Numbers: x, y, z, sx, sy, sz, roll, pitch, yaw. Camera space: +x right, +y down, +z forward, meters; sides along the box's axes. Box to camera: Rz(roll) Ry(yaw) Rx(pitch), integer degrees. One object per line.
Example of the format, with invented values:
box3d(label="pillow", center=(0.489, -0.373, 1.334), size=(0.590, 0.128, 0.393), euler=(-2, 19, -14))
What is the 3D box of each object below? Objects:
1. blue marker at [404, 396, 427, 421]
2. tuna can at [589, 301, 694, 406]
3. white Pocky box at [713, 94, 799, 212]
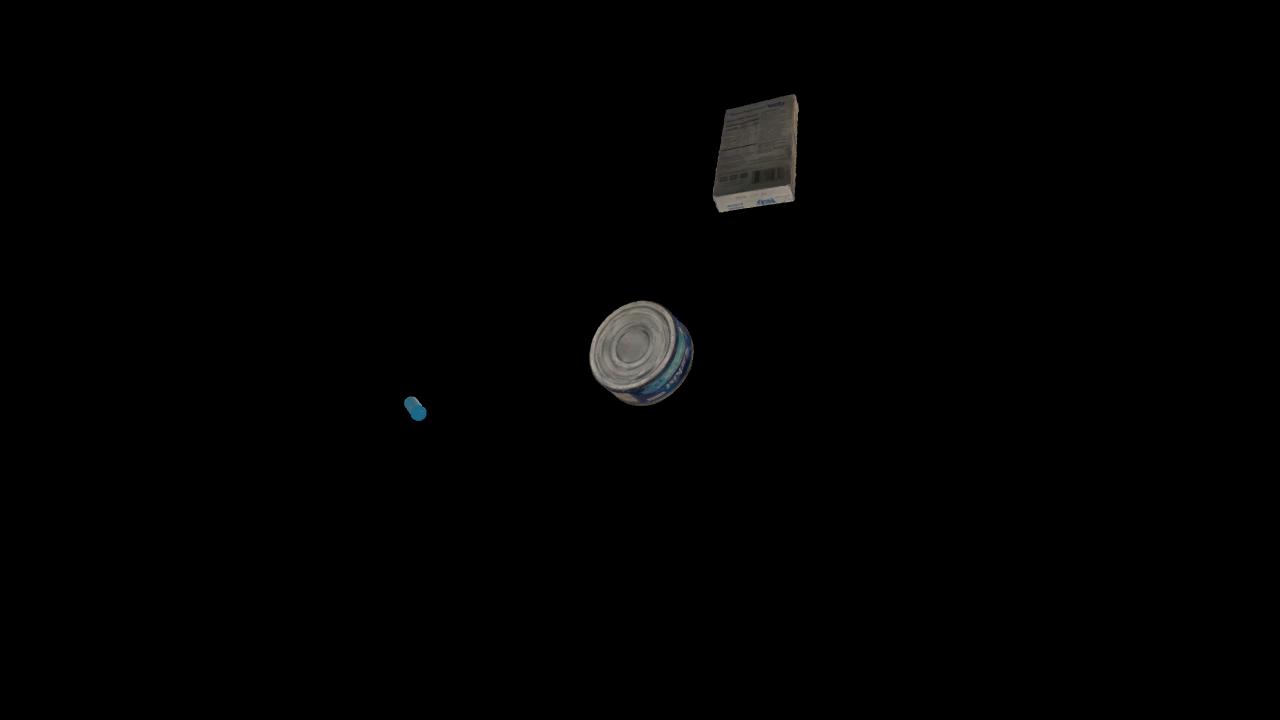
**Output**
box3d(label="blue marker", center=(-0.294, 0.063, 0.804), size=(0.020, 0.020, 0.121), euler=(0, 3, -24))
box3d(label="tuna can", center=(0.000, -0.007, 0.511), size=(0.084, 0.084, 0.034), euler=(0, -24, 30))
box3d(label="white Pocky box", center=(0.130, -0.230, 0.681), size=(0.084, 0.154, 0.028), euler=(-4, -36, 23))
